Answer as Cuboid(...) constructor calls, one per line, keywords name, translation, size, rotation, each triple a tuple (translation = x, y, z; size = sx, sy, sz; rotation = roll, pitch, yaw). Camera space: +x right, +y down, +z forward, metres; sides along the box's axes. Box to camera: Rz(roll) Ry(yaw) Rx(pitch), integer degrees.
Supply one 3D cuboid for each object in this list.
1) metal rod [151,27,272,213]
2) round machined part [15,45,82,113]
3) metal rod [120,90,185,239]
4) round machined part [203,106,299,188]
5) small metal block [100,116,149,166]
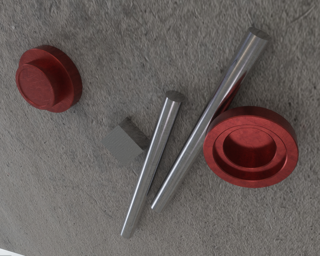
Cuboid(name="metal rod", translation=(0.047, 0.015, 0.391), size=(0.025, 0.025, 0.298), rotation=(31, 128, 8))
Cuboid(name="round machined part", translation=(-0.164, -0.065, 0.442), size=(0.098, 0.042, 0.097), rotation=(13, 124, 21))
Cuboid(name="metal rod", translation=(-0.020, 0.074, 0.463), size=(0.025, 0.025, 0.298), rotation=(27, 128, 11))
Cuboid(name="round machined part", translation=(0.101, 0.017, 0.348), size=(0.098, 0.042, 0.097), rotation=(9, 125, 14))
Cuboid(name="small metal block", translation=(-0.049, 0.020, 0.445), size=(0.050, 0.025, 0.050), rotation=(47, 129, -5))
